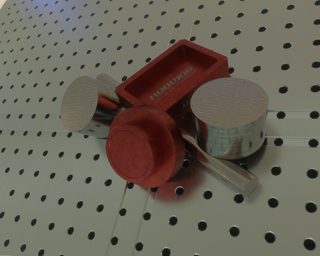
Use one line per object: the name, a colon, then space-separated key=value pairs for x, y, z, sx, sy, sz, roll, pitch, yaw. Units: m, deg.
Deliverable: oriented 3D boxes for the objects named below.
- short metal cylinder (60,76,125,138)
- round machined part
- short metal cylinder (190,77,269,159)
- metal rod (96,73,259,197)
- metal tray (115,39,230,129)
short metal cylinder: x=-0.097 y=-0.029 z=0.446 sx=0.080 sy=0.050 sz=0.080 roll=-11 pitch=72 yaw=36
round machined part: x=-0.024 y=0.025 z=0.360 sx=0.098 sy=0.042 sz=0.097 roll=11 pitch=110 yaw=31
short metal cylinder: x=0.077 y=-0.012 z=0.344 sx=0.080 sy=0.050 sz=0.080 roll=-7 pitch=45 yaw=7
metal rod: x=0.000 y=-0.009 z=0.414 sx=0.025 sy=0.025 sz=0.300 roll=-49 pitch=51 yaw=-6
metal tray: x=0.017 y=-0.061 z=0.415 sx=0.131 sy=0.030 sz=0.090 roll=-40 pitch=50 yaw=-17
